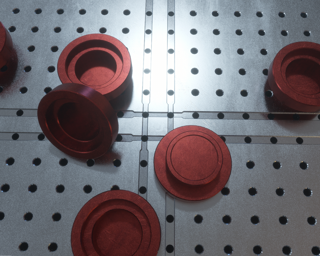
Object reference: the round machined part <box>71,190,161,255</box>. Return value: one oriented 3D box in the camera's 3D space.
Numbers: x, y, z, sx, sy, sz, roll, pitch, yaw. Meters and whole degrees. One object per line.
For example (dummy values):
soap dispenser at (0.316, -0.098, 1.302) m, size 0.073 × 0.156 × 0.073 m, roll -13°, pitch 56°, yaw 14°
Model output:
round machined part at (-0.048, 0.123, 0.357) m, size 0.099 × 0.042 × 0.098 m, roll 0°, pitch 70°, yaw -1°

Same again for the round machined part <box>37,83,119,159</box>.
round machined part at (-0.097, -0.012, 0.387) m, size 0.098 × 0.097 × 0.042 m, roll 18°, pitch 36°, yaw 6°

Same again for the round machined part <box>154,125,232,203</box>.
round machined part at (0.041, 0.042, 0.388) m, size 0.099 × 0.042 × 0.098 m, roll 0°, pitch 70°, yaw 0°

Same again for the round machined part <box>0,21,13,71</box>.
round machined part at (-0.259, -0.111, 0.442) m, size 0.099 × 0.042 × 0.098 m, roll 0°, pitch 70°, yaw 0°

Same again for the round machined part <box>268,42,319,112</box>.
round machined part at (0.198, -0.066, 0.428) m, size 0.099 × 0.042 × 0.098 m, roll 0°, pitch 70°, yaw 0°

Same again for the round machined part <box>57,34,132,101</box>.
round machined part at (-0.087, -0.078, 0.431) m, size 0.099 × 0.042 × 0.098 m, roll 0°, pitch 70°, yaw 0°
